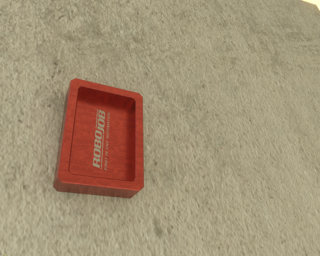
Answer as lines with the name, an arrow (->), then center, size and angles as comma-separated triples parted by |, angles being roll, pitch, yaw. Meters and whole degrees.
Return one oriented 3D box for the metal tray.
metal tray -> -0.066, 0.011, 0.359 | 0.091, 0.030, 0.130 | 11, 57, -23
